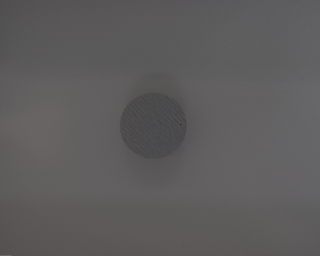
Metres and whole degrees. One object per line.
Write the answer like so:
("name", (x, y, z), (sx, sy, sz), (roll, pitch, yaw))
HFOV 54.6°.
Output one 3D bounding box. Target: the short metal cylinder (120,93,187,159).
("short metal cylinder", (-0.008, -0.003, 0.399), (0.080, 0.050, 0.080), (0, 90, 0))
